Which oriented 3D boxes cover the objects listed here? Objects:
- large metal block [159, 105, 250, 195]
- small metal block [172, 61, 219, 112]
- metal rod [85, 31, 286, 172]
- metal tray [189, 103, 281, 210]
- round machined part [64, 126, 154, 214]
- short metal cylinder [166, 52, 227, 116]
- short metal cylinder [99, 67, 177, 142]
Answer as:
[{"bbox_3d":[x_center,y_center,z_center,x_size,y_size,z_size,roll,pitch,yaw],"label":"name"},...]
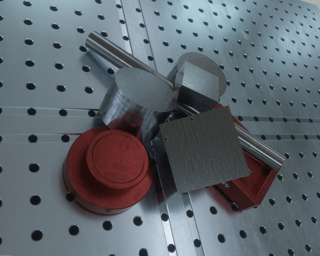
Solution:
[{"bbox_3d":[0.050,0.026,0.365,0.080,0.050,0.080,-15,83,1],"label":"large metal block"},{"bbox_3d":[0.046,-0.051,0.392,0.050,0.025,0.050,23,45,-14],"label":"small metal block"},{"bbox_3d":[0.029,-0.038,0.411,0.301,0.025,0.025,34,51,6],"label":"metal rod"},{"bbox_3d":[0.098,0.037,0.431,0.130,0.030,0.090,45,51,3],"label":"metal tray"},{"bbox_3d":[-0.051,0.041,0.339,0.099,0.042,0.098,14,56,-21],"label":"round machined part"},{"bbox_3d":[0.050,-0.064,0.454,0.081,0.050,0.080,14,56,-21],"label":"short metal cylinder"},{"bbox_3d":[-0.027,-0.029,0.377,0.080,0.050,0.080,22,35,-16],"label":"short metal cylinder"}]
